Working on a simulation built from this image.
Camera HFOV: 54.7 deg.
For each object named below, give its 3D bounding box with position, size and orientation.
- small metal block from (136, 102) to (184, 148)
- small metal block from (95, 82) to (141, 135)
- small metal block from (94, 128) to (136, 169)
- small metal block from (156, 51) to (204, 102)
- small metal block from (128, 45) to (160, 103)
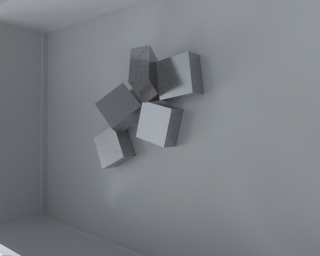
[{"bbox_3d":[-0.001,-0.006,0.408,0.050,0.025,0.050,19,102,38],"label":"small metal block"},{"bbox_3d":[-0.055,-0.027,0.438,0.050,0.025,0.050,-37,63,-1],"label":"small metal block"},{"bbox_3d":[-0.068,0.028,0.463,0.050,0.025,0.050,-31,71,36],"label":"small metal block"},{"bbox_3d":[0.025,-0.063,0.387,0.050,0.025,0.050,-9,84,39],"label":"small metal block"},{"bbox_3d":[-0.017,-0.067,0.392,0.025,0.050,0.050,-7,63,16],"label":"small metal block"}]
